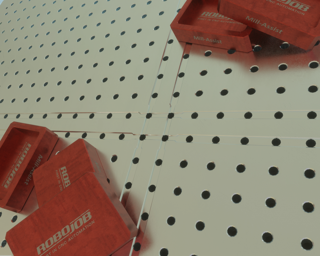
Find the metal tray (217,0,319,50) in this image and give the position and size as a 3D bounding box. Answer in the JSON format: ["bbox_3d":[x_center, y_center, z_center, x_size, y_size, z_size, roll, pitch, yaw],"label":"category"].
[{"bbox_3d":[0.152,-0.165,0.394,0.130,0.030,0.090,28,76,13],"label":"metal tray"}]

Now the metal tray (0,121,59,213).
[{"bbox_3d":[-0.227,0.057,0.486,0.090,0.030,0.130,8,66,31],"label":"metal tray"}]

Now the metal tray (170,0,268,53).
[{"bbox_3d":[0.091,-0.165,0.457,0.130,0.030,0.090,21,73,35],"label":"metal tray"}]

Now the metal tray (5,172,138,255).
[{"bbox_3d":[-0.103,0.123,0.361,0.130,0.030,0.090,-37,74,3],"label":"metal tray"}]

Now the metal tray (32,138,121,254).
[{"bbox_3d":[-0.114,0.087,0.410,0.090,0.030,0.130,-35,51,4],"label":"metal tray"}]
